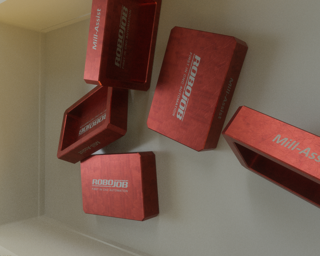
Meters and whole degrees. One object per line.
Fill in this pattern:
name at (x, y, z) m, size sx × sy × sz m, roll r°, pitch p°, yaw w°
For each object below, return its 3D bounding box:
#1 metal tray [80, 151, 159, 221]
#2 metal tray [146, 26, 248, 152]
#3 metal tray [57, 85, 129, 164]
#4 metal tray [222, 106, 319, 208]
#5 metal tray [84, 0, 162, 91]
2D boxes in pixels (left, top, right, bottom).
metal tray at (-0.063, 0.082, 0.453) m, size 0.130 × 0.030 × 0.089 m, roll -7°, pitch 86°, yaw 39°
metal tray at (0.040, -0.047, 0.369) m, size 0.090 × 0.030 × 0.129 m, roll 25°, pitch 105°, yaw 37°
metal tray at (-0.101, -0.010, 0.463) m, size 0.130 × 0.030 × 0.090 m, roll -28°, pitch 49°, yaw 36°
metal tray at (0.123, 0.036, 0.259) m, size 0.130 × 0.090 × 0.030 m, roll 29°, pitch 80°, yaw 36°
metal tray at (-0.046, -0.117, 0.399) m, size 0.030 × 0.091 × 0.129 m, roll 14°, pitch 99°, yaw 39°
